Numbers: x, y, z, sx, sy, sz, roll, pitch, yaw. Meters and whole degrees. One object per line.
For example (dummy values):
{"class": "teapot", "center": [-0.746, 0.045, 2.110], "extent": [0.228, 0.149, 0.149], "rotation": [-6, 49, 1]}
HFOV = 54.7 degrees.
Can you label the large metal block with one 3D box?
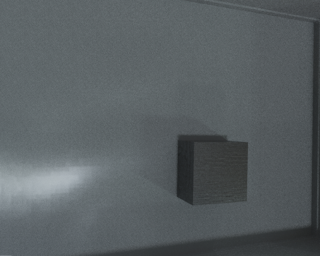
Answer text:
{"class": "large metal block", "center": [0.071, 0.058, 0.425], "extent": [0.081, 0.050, 0.079], "rotation": [1, 90, -21]}
